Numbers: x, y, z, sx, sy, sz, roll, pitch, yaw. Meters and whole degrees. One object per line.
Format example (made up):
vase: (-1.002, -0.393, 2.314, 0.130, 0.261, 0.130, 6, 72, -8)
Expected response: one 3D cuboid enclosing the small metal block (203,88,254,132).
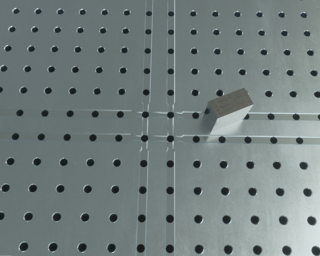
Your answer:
small metal block: (0.088, -0.023, 0.407, 0.050, 0.050, 0.025, -21, 72, -8)
